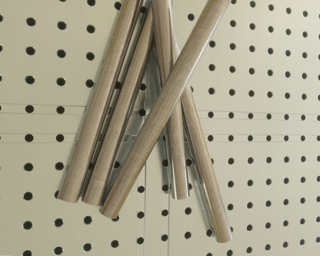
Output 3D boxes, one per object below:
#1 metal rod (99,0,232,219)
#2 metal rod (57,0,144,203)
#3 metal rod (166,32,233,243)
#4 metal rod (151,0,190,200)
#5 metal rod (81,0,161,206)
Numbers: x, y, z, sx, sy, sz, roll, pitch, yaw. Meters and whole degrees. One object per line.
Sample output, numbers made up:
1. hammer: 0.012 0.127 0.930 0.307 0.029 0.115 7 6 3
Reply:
1. metal rod: 0.004 -0.024 0.378 0.025 0.025 0.299 26 95 -19
2. metal rod: -0.068 -0.056 0.388 0.025 0.025 0.299 19 84 -20
3. metal rod: 0.051 0.018 0.432 0.025 0.025 0.298 -19 97 -19
4. metal rod: 0.013 -0.053 0.401 0.025 0.025 0.298 -9 100 -20
5. metal rod: -0.039 -0.049 0.398 0.025 0.025 0.299 20 83 -19
